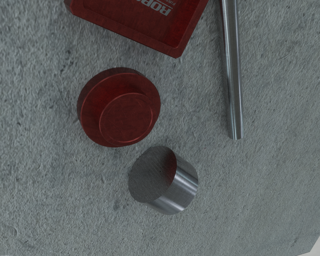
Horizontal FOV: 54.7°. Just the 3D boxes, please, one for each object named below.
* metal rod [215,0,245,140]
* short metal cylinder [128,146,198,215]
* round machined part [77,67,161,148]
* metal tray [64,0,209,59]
[{"bbox_3d":[0.088,-0.106,0.390,0.025,0.025,0.298,-25,128,-14],"label":"metal rod"},{"bbox_3d":[0.004,0.071,0.419,0.080,0.080,0.050,-47,130,5],"label":"short metal cylinder"},{"bbox_3d":[-0.043,-0.018,0.362,0.099,0.042,0.097,-14,125,-21],"label":"round machined part"},{"bbox_3d":[-0.017,-0.135,0.311,0.131,0.030,0.089,15,111,-35],"label":"metal tray"}]
